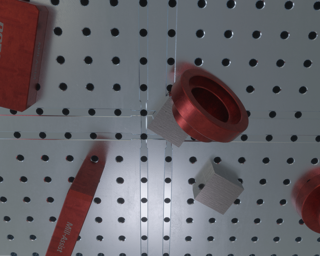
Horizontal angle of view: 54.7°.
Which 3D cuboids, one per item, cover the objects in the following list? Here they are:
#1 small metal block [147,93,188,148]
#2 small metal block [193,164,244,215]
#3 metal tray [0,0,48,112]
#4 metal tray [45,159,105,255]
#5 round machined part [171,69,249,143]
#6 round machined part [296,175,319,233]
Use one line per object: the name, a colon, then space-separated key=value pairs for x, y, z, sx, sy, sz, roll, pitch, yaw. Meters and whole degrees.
small metal block: x=0.018 y=-0.011 z=0.410 sx=0.050 sy=0.025 sz=0.050 roll=32 pitch=107 yaw=-11
small metal block: x=0.083 y=0.089 z=0.447 sx=0.050 sy=0.025 sz=0.050 roll=30 pitch=107 yaw=-11
metal tray: x=-0.194 y=-0.093 z=0.375 sx=0.091 sy=0.030 sz=0.129 roll=14 pitch=109 yaw=-6
metal tray: x=-0.116 y=0.118 z=0.421 sx=0.030 sy=0.090 sz=0.129 roll=21 pitch=109 yaw=-8
round machined part: x=0.054 y=-0.021 z=0.371 sx=0.098 sy=0.098 sz=0.042 roll=32 pitch=127 yaw=-11
round machined part: x=0.256 y=0.116 z=0.449 sx=0.099 sy=0.042 sz=0.097 roll=0 pitch=110 yaw=0
